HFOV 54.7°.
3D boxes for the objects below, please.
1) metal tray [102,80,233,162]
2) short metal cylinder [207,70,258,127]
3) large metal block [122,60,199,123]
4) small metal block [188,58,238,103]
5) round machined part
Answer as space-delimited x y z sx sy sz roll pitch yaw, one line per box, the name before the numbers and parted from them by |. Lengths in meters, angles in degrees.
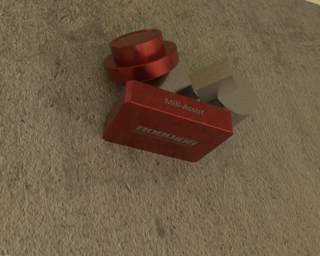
metal tray | 0.008 -0.002 0.368 0.131 0.090 0.030 16 56 -20
short metal cylinder | 0.099 -0.042 0.469 0.081 0.050 0.080 14 56 -21
large metal block | 0.000 -0.047 0.419 0.081 0.050 0.080 -2 63 -29
small metal block | 0.070 -0.060 0.405 0.050 0.050 0.025 33 37 -64
round machined part | -0.027 -0.098 0.402 0.099 0.098 0.042 -42 131 -39
